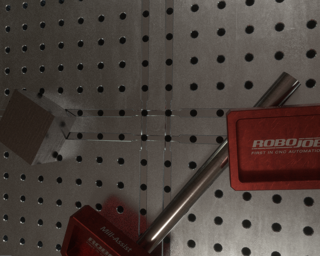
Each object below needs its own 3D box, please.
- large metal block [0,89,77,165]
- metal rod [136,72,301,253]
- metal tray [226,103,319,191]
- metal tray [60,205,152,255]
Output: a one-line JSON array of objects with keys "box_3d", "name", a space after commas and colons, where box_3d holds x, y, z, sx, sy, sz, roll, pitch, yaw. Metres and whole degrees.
[{"box_3d": [-0.186, -0.002, 0.463, 0.080, 0.050, 0.080, 32, 100, 17], "name": "large metal block"}, {"box_3d": [0.062, 0.056, 0.390, 0.025, 0.025, 0.299, 42, 103, 15], "name": "metal rod"}, {"box_3d": [0.142, 0.021, 0.342, 0.131, 0.030, 0.089, -3, 97, 10], "name": "metal tray"}, {"box_3d": [-0.070, 0.175, 0.416, 0.130, 0.030, 0.089, 33, 123, 16], "name": "metal tray"}]
